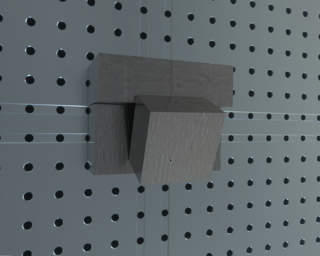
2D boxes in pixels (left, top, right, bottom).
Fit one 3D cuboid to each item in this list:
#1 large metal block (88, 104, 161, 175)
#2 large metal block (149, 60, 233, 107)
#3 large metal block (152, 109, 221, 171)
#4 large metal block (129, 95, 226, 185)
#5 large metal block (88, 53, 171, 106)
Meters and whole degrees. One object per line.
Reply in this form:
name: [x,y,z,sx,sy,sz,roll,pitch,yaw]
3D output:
large metal block: [-0.044,0.013,0.382,0.081,0.050,0.079,1,90,-21]
large metal block: [0.037,-0.051,0.397,0.081,0.080,0.050,1,90,-20]
large metal block: [0.032,0.014,0.410,0.081,0.050,0.079,1,90,-21]
large metal block: [0.015,0.011,0.335,0.081,0.050,0.079,0,114,-21]
large metal block: [-0.039,-0.052,0.368,0.081,0.080,0.050,1,90,-20]
